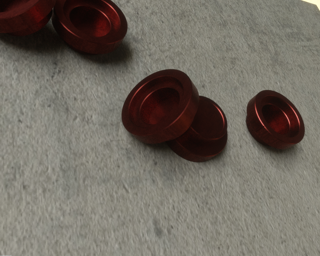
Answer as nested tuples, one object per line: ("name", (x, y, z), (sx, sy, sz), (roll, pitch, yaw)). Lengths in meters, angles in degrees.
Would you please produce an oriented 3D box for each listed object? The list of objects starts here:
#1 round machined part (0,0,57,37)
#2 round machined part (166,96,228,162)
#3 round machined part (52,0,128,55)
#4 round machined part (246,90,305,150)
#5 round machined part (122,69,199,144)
("round machined part", (-0.171, -0.150, 0.375), (0.099, 0.042, 0.098), (-3, 62, 6))
("round machined part", (0.053, -0.006, 0.427), (0.099, 0.042, 0.098), (14, 56, -21))
("round machined part", (-0.098, -0.139, 0.426), (0.099, 0.042, 0.098), (14, 56, -22))
("round machined part", (0.179, -0.009, 0.498), (0.099, 0.042, 0.098), (14, 56, -21))
("round machined part", (0.004, -0.022, 0.387), (0.042, 0.098, 0.098), (47, 39, -45))
